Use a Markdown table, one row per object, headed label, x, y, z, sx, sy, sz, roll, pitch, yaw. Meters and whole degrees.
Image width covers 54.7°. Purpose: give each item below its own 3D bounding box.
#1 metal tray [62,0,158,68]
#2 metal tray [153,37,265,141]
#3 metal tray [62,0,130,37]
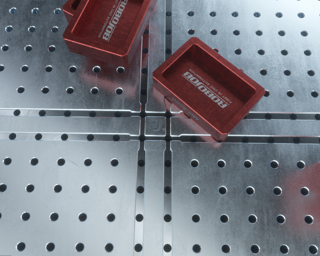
| label | x | y | z | sx | sy | sz | roll | pitch | yaw |
| --- | --- | --- | --- | --- | --- | --- | --- | --- | --- |
| metal tray | -0.065 | -0.156 | 0.432 | 0.090 | 0.030 | 0.130 | 18 | 71 | 6 |
| metal tray | 0.065 | -0.056 | 0.430 | 0.130 | 0.030 | 0.090 | 41 | 75 | 13 |
| metal tray | -0.074 | -0.200 | 0.481 | 0.090 | 0.030 | 0.130 | 30 | 72 | 10 |
